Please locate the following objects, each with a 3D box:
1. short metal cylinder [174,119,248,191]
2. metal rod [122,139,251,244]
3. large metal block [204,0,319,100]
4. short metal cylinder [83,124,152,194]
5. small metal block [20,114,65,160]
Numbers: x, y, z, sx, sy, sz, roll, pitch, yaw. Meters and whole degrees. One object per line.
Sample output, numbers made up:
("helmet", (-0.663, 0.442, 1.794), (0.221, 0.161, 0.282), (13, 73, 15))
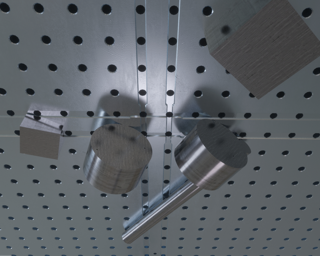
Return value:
("short metal cylinder", (0.066, 0.034, 0.405), (0.080, 0.080, 0.050), (25, 126, -20))
("metal rod", (0.029, 0.117, 0.511), (0.025, 0.025, 0.299), (30, 124, -23))
("large metal block", (0.105, -0.090, 0.320), (0.080, 0.050, 0.080), (35, 122, -27))
("short metal cylinder", (-0.056, 0.040, 0.409), (0.081, 0.080, 0.050), (15, 128, -13))
("small metal block", (-0.160, 0.013, 0.421), (0.050, 0.025, 0.050), (12, 129, -11))
